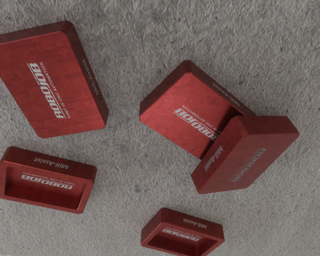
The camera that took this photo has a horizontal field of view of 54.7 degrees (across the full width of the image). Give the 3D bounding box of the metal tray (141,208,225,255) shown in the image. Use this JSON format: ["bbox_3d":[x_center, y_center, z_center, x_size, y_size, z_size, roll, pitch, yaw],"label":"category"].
[{"bbox_3d":[0.041,0.199,0.573,0.131,0.030,0.089,22,127,-18],"label":"metal tray"}]

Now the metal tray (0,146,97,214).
[{"bbox_3d":[-0.172,0.083,0.472,0.131,0.030,0.089,16,128,-14],"label":"metal tray"}]

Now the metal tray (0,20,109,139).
[{"bbox_3d":[-0.123,-0.050,0.360,0.090,0.030,0.129,-10,130,8],"label":"metal tray"}]

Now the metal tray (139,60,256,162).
[{"bbox_3d":[0.050,-0.014,0.393,0.130,0.030,0.090,33,123,-25],"label":"metal tray"}]

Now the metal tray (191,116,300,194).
[{"bbox_3d":[0.108,0.038,0.410,0.091,0.030,0.129,-1,139,-27],"label":"metal tray"}]
